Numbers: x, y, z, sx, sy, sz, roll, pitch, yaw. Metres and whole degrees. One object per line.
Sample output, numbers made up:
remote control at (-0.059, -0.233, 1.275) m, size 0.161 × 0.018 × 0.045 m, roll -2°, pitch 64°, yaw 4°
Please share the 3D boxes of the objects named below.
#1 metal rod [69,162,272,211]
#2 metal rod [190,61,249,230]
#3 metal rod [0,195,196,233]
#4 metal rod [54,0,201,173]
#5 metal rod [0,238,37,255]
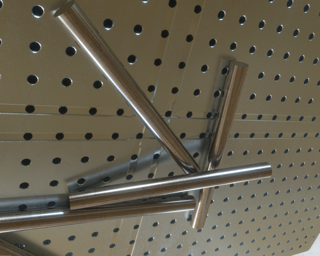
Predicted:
metal rod at (0.026, 0.081, 0.450) m, size 0.302 × 0.025 × 0.025 m, roll -6°, pitch 122°, yaw -16°
metal rod at (0.087, 0.043, 0.487) m, size 0.025 × 0.025 × 0.298 m, roll -6°, pitch 121°, yaw -26°
metal rod at (-0.078, 0.120, 0.443) m, size 0.303 × 0.025 × 0.025 m, roll 2°, pitch 117°, yaw -30°
metal rod at (-0.019, -0.022, 0.388) m, size 0.025 × 0.025 × 0.300 m, roll -40°, pitch 130°, yaw -2°
metal rod at (-0.182, 0.188, 0.428) m, size 0.025 × 0.025 × 0.300 m, roll -39°, pitch 130°, yaw -2°
